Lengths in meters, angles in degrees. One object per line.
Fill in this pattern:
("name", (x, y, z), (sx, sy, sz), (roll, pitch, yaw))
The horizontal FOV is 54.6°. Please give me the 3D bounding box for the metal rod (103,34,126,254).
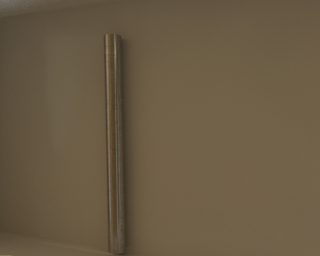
("metal rod", (-0.063, 0.021, 0.433), (0.025, 0.025, 0.298), (-2, 89, 20))
